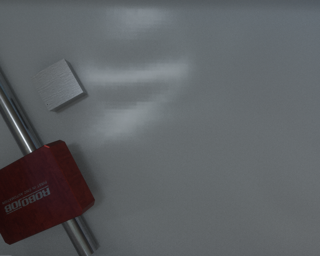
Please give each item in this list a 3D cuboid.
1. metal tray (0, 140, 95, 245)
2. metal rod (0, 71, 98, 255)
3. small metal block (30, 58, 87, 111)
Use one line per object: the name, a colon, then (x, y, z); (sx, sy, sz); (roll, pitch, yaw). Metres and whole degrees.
metal tray: (-0.156, 0.081, 0.384); (0.130, 0.030, 0.090); (-26, 91, 20)
metal rod: (-0.166, 0.035, 0.409); (0.025, 0.025, 0.299); (-29, 90, 0)
small metal block: (-0.133, -0.056, 0.410); (0.050, 0.025, 0.050); (-29, 90, -1)
